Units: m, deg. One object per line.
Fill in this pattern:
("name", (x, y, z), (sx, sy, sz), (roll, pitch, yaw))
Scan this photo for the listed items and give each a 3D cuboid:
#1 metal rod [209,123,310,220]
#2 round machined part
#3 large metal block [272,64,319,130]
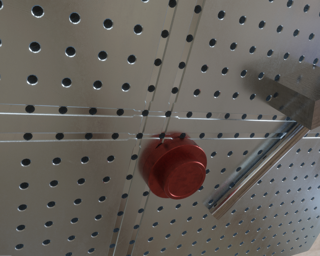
("metal rod", (0.203, 0.052, 0.557), (0.300, 0.025, 0.025), (-45, 130, 3))
("round machined part", (0.029, 0.067, 0.459), (0.099, 0.042, 0.097), (-14, 125, -21))
("large metal block", (0.233, -0.050, 0.475), (0.081, 0.080, 0.050), (-22, 127, -15))
